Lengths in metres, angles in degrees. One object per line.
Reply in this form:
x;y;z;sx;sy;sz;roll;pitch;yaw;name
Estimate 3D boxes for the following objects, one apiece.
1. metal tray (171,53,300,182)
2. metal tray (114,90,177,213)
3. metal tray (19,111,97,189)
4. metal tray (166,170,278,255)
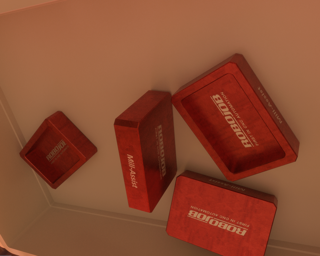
0.085;-0.007;0.355;0.090;0.030;0.130;-29;103;37;metal tray
-0.013;0.029;0.390;0.030;0.090;0.129;9;122;24;metal tray
-0.174;0.041;0.522;0.090;0.030;0.129;47;129;-5;metal tray
0.080;0.118;0.415;0.130;0.030;0.089;14;101;20;metal tray
